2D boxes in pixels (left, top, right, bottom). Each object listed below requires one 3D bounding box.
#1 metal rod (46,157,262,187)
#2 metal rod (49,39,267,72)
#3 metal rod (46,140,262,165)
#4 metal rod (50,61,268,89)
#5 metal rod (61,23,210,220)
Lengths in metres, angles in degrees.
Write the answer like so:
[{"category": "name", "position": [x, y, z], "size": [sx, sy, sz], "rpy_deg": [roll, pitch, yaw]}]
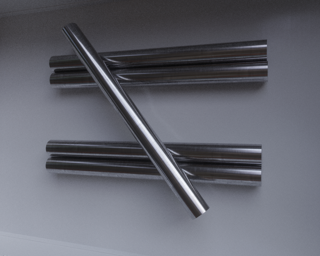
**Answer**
[{"category": "metal rod", "position": [-0.022, 0.056, 0.416], "size": [0.301, 0.025, 0.025], "rpy_deg": [0, 90, 19]}, {"category": "metal rod", "position": [-0.016, -0.093, 0.414], "size": [0.301, 0.025, 0.025], "rpy_deg": [1, 90, 19]}, {"category": "metal rod", "position": [-0.021, 0.031, 0.416], "size": [0.301, 0.025, 0.025], "rpy_deg": [0, 90, 19]}, {"category": "metal rod", "position": [-0.015, -0.069, 0.414], "size": [0.301, 0.025, 0.025], "rpy_deg": [1, 90, 19]}, {"category": "metal rod", "position": [-0.038, -0.017, 0.396], "size": [0.025, 0.025, 0.299], "rpy_deg": [-40, 78, 16]}]
